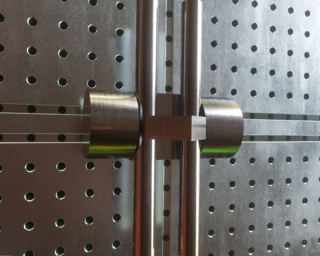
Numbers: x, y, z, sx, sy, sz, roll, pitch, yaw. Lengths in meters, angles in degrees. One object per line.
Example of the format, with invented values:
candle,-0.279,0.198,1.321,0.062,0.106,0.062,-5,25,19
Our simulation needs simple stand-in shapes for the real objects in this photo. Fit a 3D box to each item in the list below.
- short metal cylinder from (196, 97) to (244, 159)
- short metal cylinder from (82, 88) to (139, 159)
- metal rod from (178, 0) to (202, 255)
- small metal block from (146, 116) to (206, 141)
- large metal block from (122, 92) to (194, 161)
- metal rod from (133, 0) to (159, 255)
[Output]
short metal cylinder,0.064,0.000,0.403,0.050,0.080,0.079,1,90,-19
short metal cylinder,-0.060,-0.004,0.358,0.050,0.080,0.079,2,90,-20
metal rod,0.036,0.000,0.369,0.025,0.025,0.298,1,90,-20
small metal block,0.018,0.000,0.336,0.050,0.050,0.025,1,90,24
large metal block,-0.003,-0.002,0.394,0.081,0.050,0.079,1,90,-20
metal rod,-0.016,0.002,0.350,0.025,0.025,0.298,1,90,-20
